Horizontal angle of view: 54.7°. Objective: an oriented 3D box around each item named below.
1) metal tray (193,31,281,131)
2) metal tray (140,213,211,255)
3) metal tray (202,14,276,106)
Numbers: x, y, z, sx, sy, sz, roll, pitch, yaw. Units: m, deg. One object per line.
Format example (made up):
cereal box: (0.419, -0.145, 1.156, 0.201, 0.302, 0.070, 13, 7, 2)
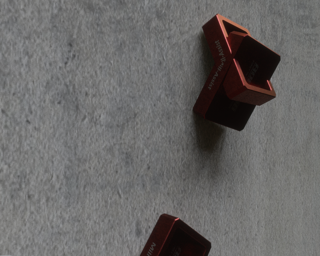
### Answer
metal tray: (0.116, -0.066, 0.466, 0.091, 0.030, 0.129, 17, 104, -36)
metal tray: (0.010, 0.193, 0.412, 0.090, 0.030, 0.130, 45, 63, -31)
metal tray: (0.120, -0.101, 0.469, 0.091, 0.030, 0.130, 5, 62, -43)
